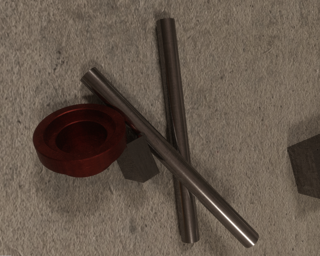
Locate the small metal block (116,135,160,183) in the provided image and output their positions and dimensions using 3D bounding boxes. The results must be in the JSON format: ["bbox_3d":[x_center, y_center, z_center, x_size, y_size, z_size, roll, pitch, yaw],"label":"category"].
[{"bbox_3d":[-0.032,0.037,0.382,0.025,0.050,0.050,-29,103,-30],"label":"small metal block"}]

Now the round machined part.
[{"bbox_3d":[-0.087,0.017,0.349,0.099,0.098,0.042,-18,132,-20],"label":"round machined part"}]

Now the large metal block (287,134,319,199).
[{"bbox_3d":[0.261,0.058,0.495,0.081,0.050,0.080,-19,97,-19],"label":"large metal block"}]

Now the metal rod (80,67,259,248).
[{"bbox_3d":[0.016,0.041,0.393,0.300,0.025,0.025,46,75,-6],"label":"metal rod"}]

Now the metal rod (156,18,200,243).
[{"bbox_3d":[0.025,0.005,0.419,0.025,0.025,0.298,-8,93,-20],"label":"metal rod"}]
